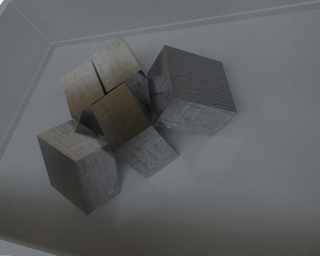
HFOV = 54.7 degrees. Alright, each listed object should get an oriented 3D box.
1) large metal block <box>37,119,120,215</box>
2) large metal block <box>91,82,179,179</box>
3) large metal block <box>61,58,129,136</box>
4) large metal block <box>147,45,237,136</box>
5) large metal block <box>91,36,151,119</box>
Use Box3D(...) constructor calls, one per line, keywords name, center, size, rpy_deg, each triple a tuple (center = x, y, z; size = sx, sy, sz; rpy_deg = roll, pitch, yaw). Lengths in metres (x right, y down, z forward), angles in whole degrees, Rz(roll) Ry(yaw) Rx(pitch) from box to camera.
Box3D(name="large metal block", center=(-0.099, 0.046, 0.382), size=(0.080, 0.079, 0.050), rpy_deg=(24, 40, 36))
Box3D(name="large metal block", center=(-0.030, 0.004, 0.380), size=(0.050, 0.080, 0.080), rpy_deg=(-36, 51, 4))
Box3D(name="large metal block", center=(-0.086, -0.036, 0.434), size=(0.050, 0.080, 0.080), rpy_deg=(-33, 52, 7))
Box3D(name="large metal block", center=(0.035, -0.043, 0.367), size=(0.050, 0.081, 0.080), rpy_deg=(-52, 36, 46))
Box3D(name="large metal block", center=(-0.042, -0.065, 0.429), size=(0.050, 0.080, 0.080), rpy_deg=(-34, 52, 6))
